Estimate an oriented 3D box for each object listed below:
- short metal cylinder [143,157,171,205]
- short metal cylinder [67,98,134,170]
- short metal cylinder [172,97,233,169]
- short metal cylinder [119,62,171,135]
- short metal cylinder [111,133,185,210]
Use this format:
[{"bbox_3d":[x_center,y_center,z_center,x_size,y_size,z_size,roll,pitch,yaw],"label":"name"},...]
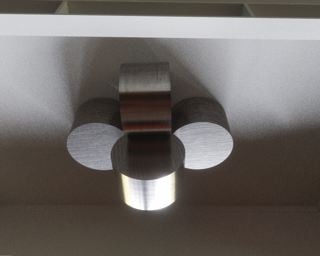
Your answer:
[{"bbox_3d":[-0.012,0.066,0.426,0.050,0.080,0.079,-2,130,1],"label":"short metal cylinder"},{"bbox_3d":[-0.073,0.008,0.397,0.081,0.050,0.079,0,130,0],"label":"short metal cylinder"},{"bbox_3d":[0.049,0.007,0.396,0.081,0.050,0.079,0,130,0],"label":"short metal cylinder"},{"bbox_3d":[-0.014,-0.032,0.342,0.050,0.080,0.079,-2,130,1],"label":"short metal cylinder"},{"bbox_3d":[-0.012,0.045,0.350,0.080,0.080,0.050,-1,130,0],"label":"short metal cylinder"}]
